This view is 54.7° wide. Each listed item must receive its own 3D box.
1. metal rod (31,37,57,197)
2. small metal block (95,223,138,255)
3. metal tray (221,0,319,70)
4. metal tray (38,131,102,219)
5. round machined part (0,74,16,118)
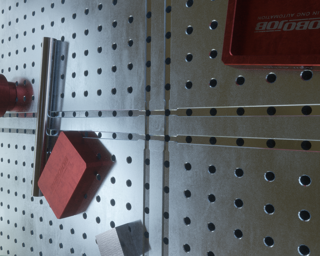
[{"bbox_3d":[-0.220,-0.018,0.586,0.025,0.025,0.298,10,96,39],"label":"metal rod"},{"bbox_3d":[-0.065,0.176,0.461,0.050,0.025,0.050,-33,70,34],"label":"small metal block"},{"bbox_3d":[0.129,-0.103,0.299,0.130,0.030,0.089,10,96,39],"label":"metal tray"},{"bbox_3d":[-0.159,0.080,0.534,0.090,0.030,0.129,46,117,30],"label":"metal tray"},{"bbox_3d":[-0.355,-0.071,0.687,0.098,0.042,0.097,0,90,39],"label":"round machined part"}]
